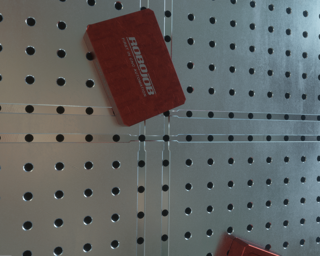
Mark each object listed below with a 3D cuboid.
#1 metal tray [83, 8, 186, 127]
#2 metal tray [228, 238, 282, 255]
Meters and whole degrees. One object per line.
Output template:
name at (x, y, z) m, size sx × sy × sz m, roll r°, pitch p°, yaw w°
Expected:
metal tray at (-0.031, -0.077, 0.399) m, size 0.091 × 0.030 × 0.129 m, roll -24°, pitch 98°, yaw -19°
metal tray at (0.131, 0.242, 0.460) m, size 0.090 × 0.030 × 0.130 m, roll 26°, pitch 81°, yaw -19°
